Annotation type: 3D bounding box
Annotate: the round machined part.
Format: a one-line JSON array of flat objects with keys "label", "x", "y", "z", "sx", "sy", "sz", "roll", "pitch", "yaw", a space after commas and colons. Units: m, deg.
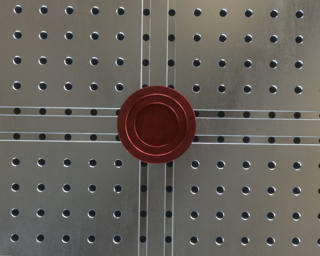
[{"label": "round machined part", "x": -0.004, "y": -0.004, "z": 0.404, "sx": 0.099, "sy": 0.042, "sz": 0.097, "roll": 0, "pitch": 90, "yaw": 0}]
